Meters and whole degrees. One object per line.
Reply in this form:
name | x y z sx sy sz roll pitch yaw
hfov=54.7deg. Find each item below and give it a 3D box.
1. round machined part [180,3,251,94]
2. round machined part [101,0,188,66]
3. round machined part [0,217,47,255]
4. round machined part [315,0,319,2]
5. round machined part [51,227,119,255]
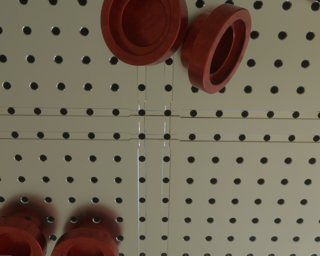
round machined part | 0.060 -0.092 0.352 0.042 0.099 0.097 30 111 27
round machined part | -0.014 -0.119 0.346 0.098 0.042 0.097 5 102 25
round machined part | -0.219 0.174 0.465 0.099 0.042 0.097 0 110 -1
round machined part | 0.212 -0.186 0.339 0.099 0.042 0.097 0 110 -1
round machined part | -0.112 0.192 0.474 0.099 0.042 0.097 0 110 -1
